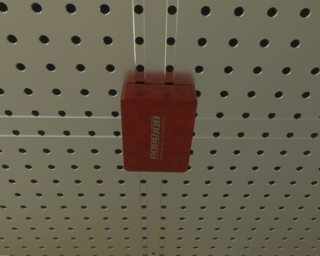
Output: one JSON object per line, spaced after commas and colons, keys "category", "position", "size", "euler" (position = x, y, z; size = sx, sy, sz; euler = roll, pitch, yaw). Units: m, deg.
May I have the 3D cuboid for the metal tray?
{"category": "metal tray", "position": [-0.003, 0.005, 0.411], "size": [0.091, 0.030, 0.129], "euler": [1, 130, -2]}
